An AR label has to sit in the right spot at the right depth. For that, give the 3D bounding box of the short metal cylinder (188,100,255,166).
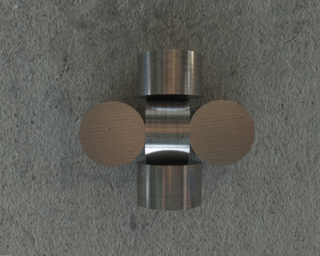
[{"bbox_3d":[0.074,0.005,0.399,0.081,0.050,0.080,0,90,0],"label":"short metal cylinder"}]

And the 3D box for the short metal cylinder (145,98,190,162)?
[{"bbox_3d":[0.009,0.002,0.384,0.050,0.080,0.080,0,90,0],"label":"short metal cylinder"}]

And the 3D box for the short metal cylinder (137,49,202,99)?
[{"bbox_3d":[0.012,-0.063,0.384,0.081,0.080,0.050,0,90,0],"label":"short metal cylinder"}]

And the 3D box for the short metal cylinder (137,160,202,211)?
[{"bbox_3d":[0.012,0.067,0.384,0.081,0.080,0.050,0,90,0],"label":"short metal cylinder"}]

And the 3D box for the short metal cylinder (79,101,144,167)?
[{"bbox_3d":[-0.057,0.007,0.398,0.081,0.050,0.080,0,90,-1],"label":"short metal cylinder"}]
